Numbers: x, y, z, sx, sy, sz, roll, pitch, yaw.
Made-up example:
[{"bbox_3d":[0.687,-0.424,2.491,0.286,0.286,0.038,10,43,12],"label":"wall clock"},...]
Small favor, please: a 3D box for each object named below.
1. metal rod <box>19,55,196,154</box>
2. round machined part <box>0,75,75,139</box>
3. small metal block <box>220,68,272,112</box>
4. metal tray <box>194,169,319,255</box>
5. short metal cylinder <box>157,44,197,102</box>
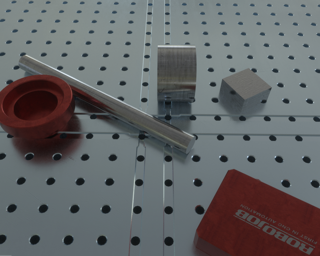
[{"bbox_3d":[-0.087,-0.041,0.441,0.301,0.025,0.025,26,55,20],"label":"metal rod"},{"bbox_3d":[-0.163,-0.024,0.415,0.099,0.042,0.098,0,50,0],"label":"round machined part"},{"bbox_3d":[0.126,-0.057,0.457,0.050,0.025,0.050,-24,54,-19],"label":"small metal block"},{"bbox_3d":[0.112,0.108,0.315,0.130,0.030,0.090,25,54,19],"label":"metal tray"},{"bbox_3d":[0.022,-0.077,0.437,0.050,0.080,0.080,1,50,0],"label":"short metal cylinder"}]
